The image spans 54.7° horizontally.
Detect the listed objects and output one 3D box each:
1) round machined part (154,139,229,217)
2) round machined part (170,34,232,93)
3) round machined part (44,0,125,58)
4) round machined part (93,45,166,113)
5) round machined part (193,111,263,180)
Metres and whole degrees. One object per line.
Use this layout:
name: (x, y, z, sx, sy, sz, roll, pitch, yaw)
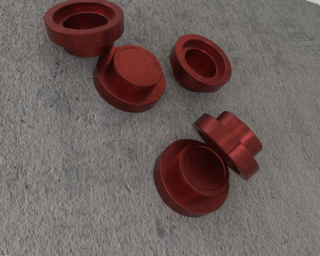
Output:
round machined part: (0.045, 0.056, 0.383, 0.099, 0.042, 0.098, 13, 56, -21)
round machined part: (0.059, -0.095, 0.482, 0.099, 0.042, 0.098, 14, 56, -21)
round machined part: (-0.095, -0.128, 0.403, 0.099, 0.042, 0.098, 1, 46, -1)
round machined part: (-0.036, -0.073, 0.417, 0.099, 0.042, 0.098, 14, 56, -21)
round machined part: (0.090, 0.016, 0.392, 0.042, 0.098, 0.098, -43, 85, -1)
